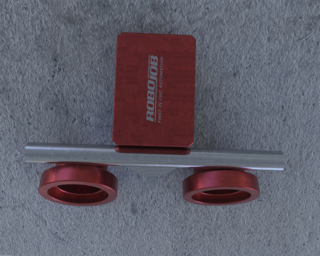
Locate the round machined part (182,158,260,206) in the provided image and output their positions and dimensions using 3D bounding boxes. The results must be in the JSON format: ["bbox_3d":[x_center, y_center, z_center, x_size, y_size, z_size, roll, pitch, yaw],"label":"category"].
[{"bbox_3d":[0.079,0.071,0.411,0.099,0.042,0.098,0,153,0],"label":"round machined part"}]

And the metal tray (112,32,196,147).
[{"bbox_3d":[-0.006,-0.043,0.364,0.091,0.030,0.129,2,84,-2],"label":"metal tray"}]

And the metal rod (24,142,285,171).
[{"bbox_3d":[-0.005,0.035,0.371,0.302,0.025,0.025,2,110,-2],"label":"metal rod"}]

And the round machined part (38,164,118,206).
[{"bbox_3d":[-0.105,0.068,0.408,0.099,0.042,0.098,-1,149,0],"label":"round machined part"}]

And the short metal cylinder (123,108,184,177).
[{"bbox_3d":[-0.009,0.016,0.404,0.081,0.050,0.079,0,110,-1],"label":"short metal cylinder"}]
